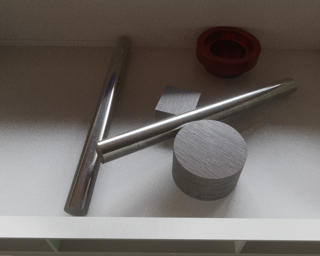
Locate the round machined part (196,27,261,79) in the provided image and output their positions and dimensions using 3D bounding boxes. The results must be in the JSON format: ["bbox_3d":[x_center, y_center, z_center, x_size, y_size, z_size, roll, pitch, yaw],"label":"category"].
[{"bbox_3d":[0.106,-0.116,0.493,0.099,0.042,0.098,0,50,0],"label":"round machined part"}]

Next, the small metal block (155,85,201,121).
[{"bbox_3d":[0.025,-0.028,0.429,0.050,0.025,0.050,15,51,11],"label":"small metal block"}]

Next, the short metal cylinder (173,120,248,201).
[{"bbox_3d":[0.055,0.037,0.359,0.081,0.050,0.080,1,50,0],"label":"short metal cylinder"}]

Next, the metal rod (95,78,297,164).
[{"bbox_3d":[0.064,-0.018,0.397,0.302,0.025,0.025,-19,53,-25],"label":"metal rod"}]

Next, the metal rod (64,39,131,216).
[{"bbox_3d":[-0.075,-0.026,0.425,0.025,0.025,0.300,4,50,3],"label":"metal rod"}]
